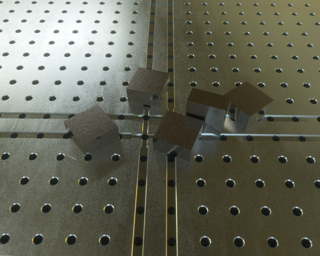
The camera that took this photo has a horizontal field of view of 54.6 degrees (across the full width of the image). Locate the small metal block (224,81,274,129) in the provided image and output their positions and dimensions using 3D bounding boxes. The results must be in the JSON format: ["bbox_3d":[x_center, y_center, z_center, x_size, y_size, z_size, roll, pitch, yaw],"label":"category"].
[{"bbox_3d":[0.122,-0.033,0.437,0.050,0.025,0.050,-31,57,-24],"label":"small metal block"}]

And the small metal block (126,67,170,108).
[{"bbox_3d":[-0.016,-0.061,0.459,0.050,0.025,0.050,13,51,11],"label":"small metal block"}]

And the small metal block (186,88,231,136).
[{"bbox_3d":[0.062,-0.021,0.410,0.050,0.050,0.025,16,52,13],"label":"small metal block"}]

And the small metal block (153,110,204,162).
[{"bbox_3d":[0.024,0.009,0.400,0.050,0.025,0.050,18,52,14],"label":"small metal block"}]

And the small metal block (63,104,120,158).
[{"bbox_3d":[-0.089,0.003,0.405,0.050,0.025,0.050,-31,57,-23],"label":"small metal block"}]
